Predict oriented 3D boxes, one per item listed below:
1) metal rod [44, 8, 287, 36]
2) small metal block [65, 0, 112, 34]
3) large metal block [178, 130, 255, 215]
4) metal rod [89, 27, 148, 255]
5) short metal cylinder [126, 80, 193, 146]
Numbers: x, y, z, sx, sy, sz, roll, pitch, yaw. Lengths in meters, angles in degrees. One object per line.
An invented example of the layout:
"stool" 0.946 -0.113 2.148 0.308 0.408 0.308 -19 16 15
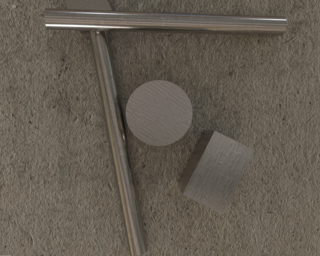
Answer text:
"metal rod" 0.013 -0.134 0.395 0.302 0.025 0.025 -1 90 -7
"small metal block" -0.093 -0.160 0.409 0.050 0.025 0.050 -24 90 -1
"large metal block" 0.065 0.049 0.383 0.050 0.080 0.080 27 90 -1
"metal rod" -0.055 0.017 0.409 0.025 0.025 0.298 -10 90 0
"short metal cylinder" -0.001 -0.018 0.398 0.081 0.050 0.079 0 90 -1
